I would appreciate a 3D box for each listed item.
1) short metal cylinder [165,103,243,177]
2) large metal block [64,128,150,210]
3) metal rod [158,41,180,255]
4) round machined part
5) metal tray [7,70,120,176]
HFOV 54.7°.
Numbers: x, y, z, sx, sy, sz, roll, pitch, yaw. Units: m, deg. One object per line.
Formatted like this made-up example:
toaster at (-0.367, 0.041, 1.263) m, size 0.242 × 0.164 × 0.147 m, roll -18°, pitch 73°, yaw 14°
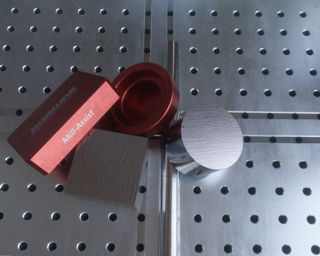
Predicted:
short metal cylinder at (0.053, 0.016, 0.379) m, size 0.081 × 0.050 × 0.080 m, roll 7°, pitch 69°, yaw -19°
large metal block at (-0.060, 0.050, 0.379) m, size 0.080 × 0.050 × 0.080 m, roll 10°, pitch 70°, yaw 3°
metal rod at (0.013, 0.019, 0.405) m, size 0.025 × 0.025 × 0.299 m, roll 1°, pitch 70°, yaw 0°
round machined part at (-0.020, -0.032, 0.400) m, size 0.098 × 0.042 × 0.098 m, roll -9°, pitch 67°, yaw 23°
metal tray at (-0.121, -0.013, 0.387) m, size 0.130 × 0.030 × 0.090 m, roll -50°, pitch 39°, yaw -16°
